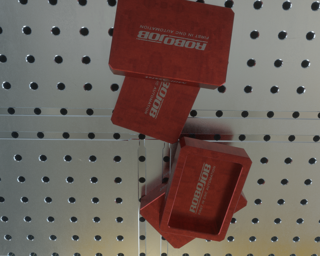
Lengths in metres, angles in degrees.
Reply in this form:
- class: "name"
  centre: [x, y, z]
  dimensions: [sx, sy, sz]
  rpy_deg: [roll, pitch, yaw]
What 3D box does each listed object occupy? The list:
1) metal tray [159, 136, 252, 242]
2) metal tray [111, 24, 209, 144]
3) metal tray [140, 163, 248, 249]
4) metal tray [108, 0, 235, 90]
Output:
- class: "metal tray"
  centre: [0.056, 0.083, 0.409]
  dimensions: [0.091, 0.030, 0.129]
  rpy_deg: [12, 110, -5]
- class: "metal tray"
  centre: [0.001, -0.054, 0.391]
  dimensions: [0.091, 0.030, 0.129]
  rpy_deg: [19, 109, -8]
- class: "metal tray"
  centre: [0.047, 0.108, 0.451]
  dimensions: [0.130, 0.030, 0.090]
  rpy_deg: [-37, 106, 12]
- class: "metal tray"
  centre: [0.013, -0.099, 0.355]
  dimensions: [0.131, 0.030, 0.089]
  rpy_deg: [8, 88, -6]
